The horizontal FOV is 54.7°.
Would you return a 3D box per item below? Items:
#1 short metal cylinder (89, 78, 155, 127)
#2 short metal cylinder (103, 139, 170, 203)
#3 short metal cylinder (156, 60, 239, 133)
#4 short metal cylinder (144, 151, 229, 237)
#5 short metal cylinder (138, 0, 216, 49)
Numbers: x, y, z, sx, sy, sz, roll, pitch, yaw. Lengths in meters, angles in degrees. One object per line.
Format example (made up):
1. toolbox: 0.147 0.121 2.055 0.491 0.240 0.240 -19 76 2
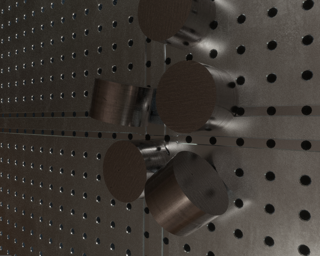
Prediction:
1. short metal cylinder: -0.050 -0.035 0.413 0.080 0.081 0.050 18 102 38
2. short metal cylinder: -0.031 0.056 0.417 0.080 0.050 0.079 0 90 39
3. short metal cylinder: 0.042 -0.034 0.357 0.080 0.050 0.079 0 90 39
4. short metal cylinder: 0.030 0.073 0.347 0.050 0.081 0.080 -45 64 31
5. short metal cylinder: 0.020 -0.140 0.375 0.080 0.050 0.079 0 90 39
